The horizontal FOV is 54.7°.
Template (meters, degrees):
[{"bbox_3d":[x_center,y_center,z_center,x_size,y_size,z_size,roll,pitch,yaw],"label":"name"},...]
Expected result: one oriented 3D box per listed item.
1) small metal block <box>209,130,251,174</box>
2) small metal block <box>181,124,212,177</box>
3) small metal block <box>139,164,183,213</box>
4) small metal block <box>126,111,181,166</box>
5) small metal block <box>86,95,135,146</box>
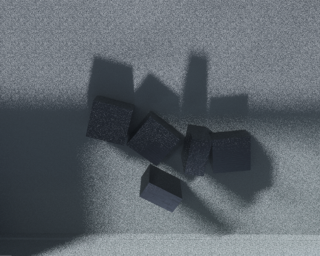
[{"bbox_3d":[0.095,0.032,0.422,0.050,0.025,0.050,-5,110,1],"label":"small metal block"},{"bbox_3d":[0.047,0.028,0.407,0.025,0.050,0.050,9,110,-4],"label":"small metal block"},{"bbox_3d":[0.001,0.082,0.426,0.050,0.050,0.025,29,108,-11],"label":"small metal block"},{"bbox_3d":[-0.009,0.014,0.414,0.050,0.025,0.050,37,106,-13],"label":"small metal block"},{"bbox_3d":[-0.065,-0.010,0.404,0.050,0.025,0.050,14,109,-6],"label":"small metal block"}]
